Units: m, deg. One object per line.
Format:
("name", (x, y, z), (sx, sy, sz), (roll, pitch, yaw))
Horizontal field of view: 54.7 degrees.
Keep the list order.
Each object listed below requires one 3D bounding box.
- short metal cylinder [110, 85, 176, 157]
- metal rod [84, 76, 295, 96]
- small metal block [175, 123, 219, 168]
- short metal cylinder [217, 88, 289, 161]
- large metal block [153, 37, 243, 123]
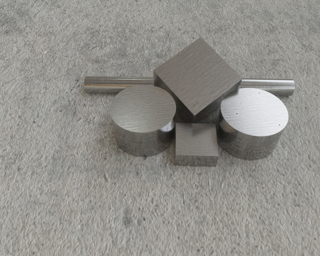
("short metal cylinder", (-0.021, -0.010, 0.395), (0.081, 0.050, 0.080), (0, 50, 0))
("metal rod", (0.042, -0.062, 0.456), (0.302, 0.025, 0.025), (1, 50, 0))
("small metal block", (0.044, 0.021, 0.388), (0.050, 0.025, 0.050), (2, 50, 1))
("short metal cylinder", (0.114, -0.005, 0.393), (0.081, 0.050, 0.080), (0, 50, 0))
("large metal block", (0.048, -0.060, 0.416), (0.080, 0.050, 0.080), (-37, 75, -12))
